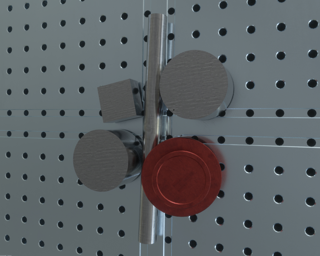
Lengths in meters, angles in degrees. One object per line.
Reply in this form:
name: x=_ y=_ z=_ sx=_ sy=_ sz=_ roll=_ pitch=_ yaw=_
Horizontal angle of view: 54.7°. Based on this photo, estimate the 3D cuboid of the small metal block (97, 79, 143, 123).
small metal block: x=-0.054 y=-0.036 z=0.427 sx=0.050 sy=0.025 sz=0.050 roll=-12 pitch=86 yaw=19

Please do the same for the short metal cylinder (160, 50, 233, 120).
short metal cylinder: x=0.046 y=-0.050 z=0.378 sx=0.080 sy=0.050 sz=0.079 roll=0 pitch=90 yaw=20

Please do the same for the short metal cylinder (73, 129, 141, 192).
short metal cylinder: x=-0.068 y=0.042 z=0.419 sx=0.080 sy=0.050 sz=0.079 roll=0 pitch=90 yaw=20

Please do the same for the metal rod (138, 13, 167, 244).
metal rod: x=-0.010 y=0.002 z=0.412 sx=0.025 sy=0.025 sz=0.298 roll=3 pitch=91 yaw=20

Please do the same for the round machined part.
round machined part: x=0.026 y=0.060 z=0.377 sx=0.099 sy=0.042 sz=0.097 roll=0 pitch=89 yaw=3
